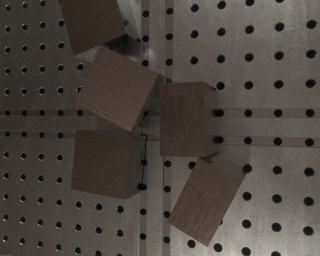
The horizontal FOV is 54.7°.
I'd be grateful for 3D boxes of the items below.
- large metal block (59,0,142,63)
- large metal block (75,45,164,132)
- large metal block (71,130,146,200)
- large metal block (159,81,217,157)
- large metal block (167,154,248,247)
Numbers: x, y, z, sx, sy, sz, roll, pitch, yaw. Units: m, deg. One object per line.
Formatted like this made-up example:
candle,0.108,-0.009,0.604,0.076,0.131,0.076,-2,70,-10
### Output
large metal block,-0.081,-0.145,0.427,0.080,0.050,0.080,-17,84,19
large metal block,-0.051,-0.051,0.407,0.080,0.050,0.080,27,99,4
large metal block,-0.069,0.046,0.423,0.080,0.050,0.079,6,92,19
large metal block,0.037,-0.009,0.370,0.050,0.080,0.079,0,90,20
large metal block,0.059,0.078,0.362,0.050,0.080,0.080,28,99,17
